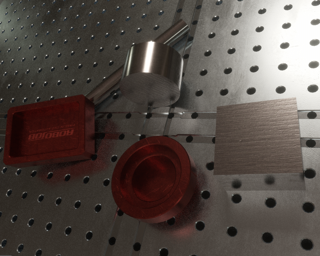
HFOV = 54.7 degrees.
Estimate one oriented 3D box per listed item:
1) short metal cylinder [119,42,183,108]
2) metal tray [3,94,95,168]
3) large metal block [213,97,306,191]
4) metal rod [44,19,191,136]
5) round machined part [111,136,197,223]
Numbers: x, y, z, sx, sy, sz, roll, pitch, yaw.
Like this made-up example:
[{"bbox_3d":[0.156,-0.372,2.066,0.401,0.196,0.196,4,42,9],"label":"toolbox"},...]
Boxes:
[{"bbox_3d":[-0.010,-0.070,0.420,0.080,0.080,0.050,-6,59,25],"label":"short metal cylinder"},{"bbox_3d":[-0.163,0.006,0.458,0.130,0.030,0.090,-8,72,13],"label":"metal tray"},{"bbox_3d":[0.104,0.019,0.325,0.080,0.050,0.080,-6,59,25],"label":"large metal block"},{"bbox_3d":[-0.078,-0.068,0.488,0.300,0.025,0.025,-38,51,2],"label":"metal rod"},{"bbox_3d":[-0.003,0.061,0.360,0.098,0.042,0.098,-13,56,20],"label":"round machined part"}]
